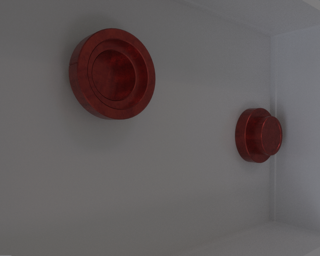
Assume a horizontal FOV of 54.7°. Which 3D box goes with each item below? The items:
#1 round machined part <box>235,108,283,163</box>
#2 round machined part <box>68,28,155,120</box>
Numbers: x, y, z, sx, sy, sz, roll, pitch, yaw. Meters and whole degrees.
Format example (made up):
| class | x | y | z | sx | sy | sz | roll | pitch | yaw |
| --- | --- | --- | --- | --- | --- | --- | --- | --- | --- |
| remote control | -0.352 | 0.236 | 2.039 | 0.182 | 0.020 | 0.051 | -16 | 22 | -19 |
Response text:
| class | x | y | z | sx | sy | sz | roll | pitch | yaw |
| --- | --- | --- | --- | --- | --- | --- | --- | --- | --- |
| round machined part | 0.179 | 0.013 | 0.546 | 0.099 | 0.042 | 0.097 | 0 | 90 | -40 |
| round machined part | -0.056 | -0.058 | 0.348 | 0.099 | 0.042 | 0.097 | 0 | 90 | -40 |
